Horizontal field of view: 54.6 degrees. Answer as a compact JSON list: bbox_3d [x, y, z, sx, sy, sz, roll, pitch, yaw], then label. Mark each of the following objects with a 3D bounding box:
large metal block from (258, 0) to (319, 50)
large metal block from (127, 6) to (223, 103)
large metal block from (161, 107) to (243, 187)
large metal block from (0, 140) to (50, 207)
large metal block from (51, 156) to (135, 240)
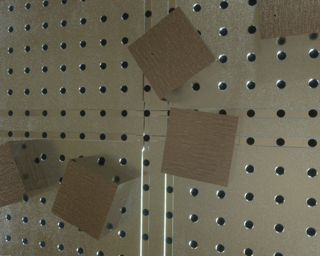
[{"bbox_3d":[0.153,-0.137,0.345,0.080,0.050,0.080,-2,89,20],"label":"large metal block"},{"bbox_3d":[0.020,-0.089,0.393,0.080,0.050,0.080,-34,79,17],"label":"large metal block"},{"bbox_3d":[0.053,0.020,0.381,0.080,0.050,0.080,10,93,19],"label":"large metal block"},{"bbox_3d":[-0.232,0.072,0.482,0.080,0.050,0.080,-26,82,18],"label":"large metal block"},{"bbox_3d":[-0.093,0.094,0.433,0.080,0.050,0.080,23,98,18],"label":"large metal block"}]
